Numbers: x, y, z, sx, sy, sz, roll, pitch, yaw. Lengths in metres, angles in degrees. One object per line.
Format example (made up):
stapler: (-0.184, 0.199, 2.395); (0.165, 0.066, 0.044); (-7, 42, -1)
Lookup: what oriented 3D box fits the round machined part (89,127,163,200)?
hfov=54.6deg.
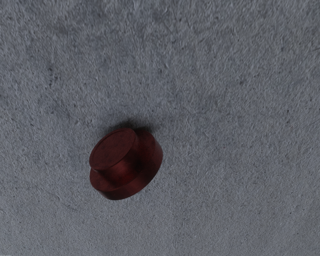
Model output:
round machined part: (-0.049, 0.038, 0.391); (0.098, 0.098, 0.042); (-23, 126, 18)
